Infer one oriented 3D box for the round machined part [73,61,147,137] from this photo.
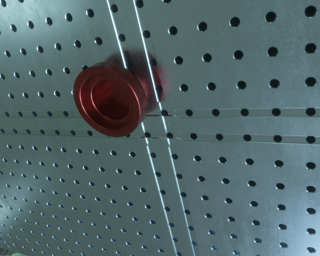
[{"bbox_3d":[-0.060,-0.040,0.405,0.098,0.042,0.097,13,124,20],"label":"round machined part"}]
